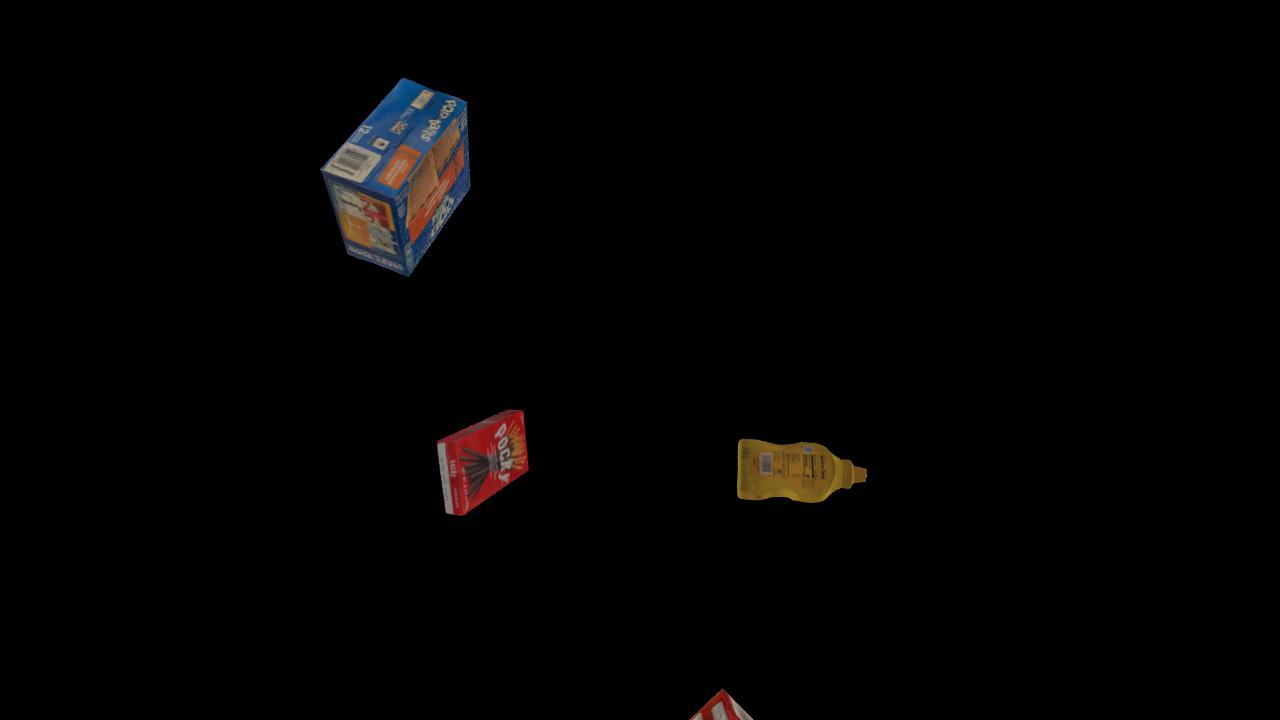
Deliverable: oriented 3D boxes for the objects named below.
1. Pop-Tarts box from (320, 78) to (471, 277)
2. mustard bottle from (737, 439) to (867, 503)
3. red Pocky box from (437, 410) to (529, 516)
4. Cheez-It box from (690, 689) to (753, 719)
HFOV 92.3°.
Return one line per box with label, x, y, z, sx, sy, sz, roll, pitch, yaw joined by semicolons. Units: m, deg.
Pop-Tarts box;-0.271;-0.209;0.715;0.083;0.167;0.141;23;-31;-1
mustard bottle;0.235;0.163;0.898;0.184;0.092;0.054;1;-38;9
red Pocky box;-0.178;0.114;0.721;0.028;0.083;0.155;-3;8;17
Cheez-It box;0.064;0.478;0.621;0.223;0.166;0.071;-43;5;1
